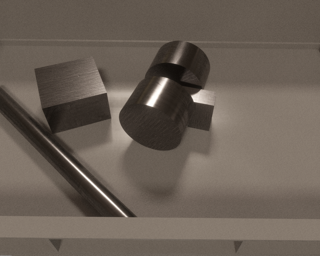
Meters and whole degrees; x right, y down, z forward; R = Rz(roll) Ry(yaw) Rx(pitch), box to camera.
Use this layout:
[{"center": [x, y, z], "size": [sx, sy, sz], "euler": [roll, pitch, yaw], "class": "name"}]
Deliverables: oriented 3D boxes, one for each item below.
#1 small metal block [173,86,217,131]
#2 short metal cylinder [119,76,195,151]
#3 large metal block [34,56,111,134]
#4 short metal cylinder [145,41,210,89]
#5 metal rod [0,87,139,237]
[{"center": [0.045, -0.026, 0.411], "size": [0.050, 0.050, 0.025], "euler": [12, 51, 9], "class": "small metal block"}, {"center": [-0.003, -0.017, 0.384], "size": [0.080, 0.080, 0.050], "euler": [17, 52, 13], "class": "short metal cylinder"}, {"center": [-0.120, -0.047, 0.427], "size": [0.081, 0.050, 0.080], "euler": [-16, 52, -14], "class": "large metal block"}, {"center": [0.025, -0.073, 0.431], "size": [0.080, 0.080, 0.050], "euler": [14, 52, 11], "class": "short metal cylinder"}, {"center": [-0.139, 0.022, 0.384], "size": [0.300, 0.025, 0.025], "euler": [36, 59, 26], "class": "metal rod"}]
